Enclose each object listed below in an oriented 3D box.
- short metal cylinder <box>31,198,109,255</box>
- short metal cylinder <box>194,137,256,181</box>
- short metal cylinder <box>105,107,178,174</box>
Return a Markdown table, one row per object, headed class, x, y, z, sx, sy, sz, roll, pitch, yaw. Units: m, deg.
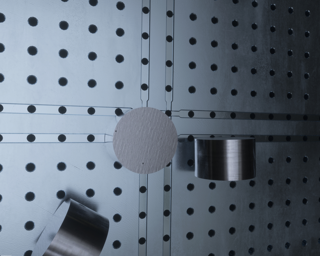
| class | x | y | z | sx | sy | sz | roll | pitch | yaw |
| --- | --- | --- | --- | --- | --- | --- | --- | --- | --- |
| short metal cylinder | -0.101 | 0.126 | 0.346 | 0.050 | 0.080 | 0.080 | 34 | 79 | -17 |
| short metal cylinder | 0.087 | 0.039 | 0.415 | 0.081 | 0.080 | 0.050 | -1 | 91 | -20 |
| short metal cylinder | -0.025 | 0.015 | 0.390 | 0.081 | 0.050 | 0.079 | 0 | 90 | -20 |
